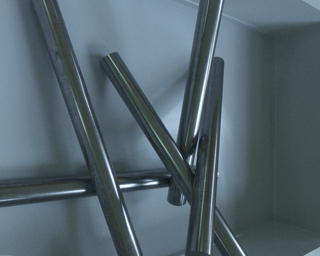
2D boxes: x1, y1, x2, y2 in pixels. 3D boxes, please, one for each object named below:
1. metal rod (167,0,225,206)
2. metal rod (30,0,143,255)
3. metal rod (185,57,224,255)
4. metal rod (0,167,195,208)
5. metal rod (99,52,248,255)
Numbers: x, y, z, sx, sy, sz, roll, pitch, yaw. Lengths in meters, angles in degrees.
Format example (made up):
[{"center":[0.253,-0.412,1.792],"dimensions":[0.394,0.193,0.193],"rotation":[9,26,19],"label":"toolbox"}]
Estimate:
[{"center":[0.041,-0.045,0.351],"dimensions":[0.025,0.025,0.298],"rotation":[-9,116,-40],"label":"metal rod"},{"center":[-0.072,0.010,0.321],"dimensions":[0.025,0.025,0.298],"rotation":[-22,96,-38],"label":"metal rod"},{"center":[0.061,0.008,0.382],"dimensions":[0.025,0.025,0.300],"rotation":[45,39,-31],"label":"metal rod"},{"center":[-0.036,0.065,0.376],"dimensions":[0.302,0.025,0.025],"rotation":[2,89,-40],"label":"metal rod"},{"center":[0.021,0.045,0.357],"dimensions":[0.025,0.025,0.299],"rotation":[-32,89,-35],"label":"metal rod"}]
